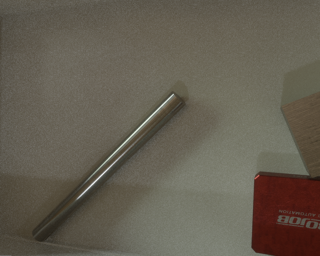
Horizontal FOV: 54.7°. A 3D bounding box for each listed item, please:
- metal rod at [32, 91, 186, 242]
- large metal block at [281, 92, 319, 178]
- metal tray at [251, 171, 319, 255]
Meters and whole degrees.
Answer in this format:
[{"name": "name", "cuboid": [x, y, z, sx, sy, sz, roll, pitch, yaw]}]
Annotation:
[{"name": "metal rod", "cuboid": [-0.080, 0.062, 0.437, 0.299, 0.025, 0.025, -44, 77, 14]}, {"name": "large metal block", "cuboid": [0.185, 0.000, 0.332, 0.080, 0.050, 0.080, -22, 83, 18]}, {"name": "metal tray", "cuboid": [0.173, 0.100, 0.347, 0.130, 0.030, 0.089, 2, 91, 19]}]
